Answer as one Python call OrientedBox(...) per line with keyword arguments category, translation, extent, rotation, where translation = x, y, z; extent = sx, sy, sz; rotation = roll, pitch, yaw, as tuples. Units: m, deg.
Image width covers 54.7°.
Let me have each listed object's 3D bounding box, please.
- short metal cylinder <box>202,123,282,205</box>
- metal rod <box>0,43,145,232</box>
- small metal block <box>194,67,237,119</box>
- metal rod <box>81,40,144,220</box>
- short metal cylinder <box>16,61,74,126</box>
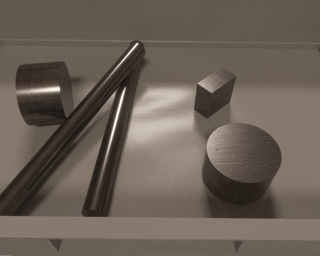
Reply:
OrientedBox(category="short metal cylinder", translation=(0.091, 0.041, 0.356), extent=(0.081, 0.050, 0.080), rotation=(0, 50, 0))
OrientedBox(category="metal rod", translation=(-0.105, -0.008, 0.391), extent=(0.025, 0.025, 0.301), rotation=(23, 59, 18))
OrientedBox(category="small metal block", translation=(0.076, -0.048, 0.431), extent=(0.050, 0.050, 0.025), rotation=(-35, 59, -26))
OrientedBox(category="metal rod", translation=(-0.054, -0.022, 0.422), extent=(0.025, 0.025, 0.300), rotation=(5, 50, 4))
OrientedBox(category="short metal cylinder", translation=(-0.148, -0.045, 0.405), extent=(0.050, 0.080, 0.080), rotation=(-6, 50, -5))
